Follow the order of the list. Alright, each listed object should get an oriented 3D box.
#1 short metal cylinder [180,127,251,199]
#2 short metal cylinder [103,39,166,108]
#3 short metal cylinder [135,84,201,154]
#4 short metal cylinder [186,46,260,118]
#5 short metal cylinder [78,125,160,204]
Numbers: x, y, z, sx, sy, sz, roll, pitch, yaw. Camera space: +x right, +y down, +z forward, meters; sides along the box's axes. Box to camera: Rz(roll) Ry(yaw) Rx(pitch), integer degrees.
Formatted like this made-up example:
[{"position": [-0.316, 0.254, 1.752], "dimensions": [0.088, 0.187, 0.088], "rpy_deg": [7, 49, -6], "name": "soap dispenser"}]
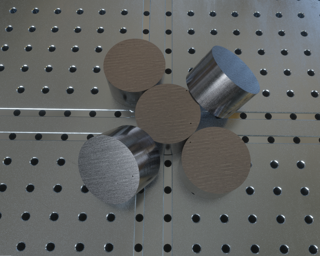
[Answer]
[{"position": [0.065, 0.044, 0.383], "dimensions": [0.081, 0.050, 0.080], "rpy_deg": [0, 70, 0], "name": "short metal cylinder"}, {"position": [-0.033, -0.074, 0.425], "dimensions": [0.081, 0.050, 0.080], "rpy_deg": [0, 70, 0], "name": "short metal cylinder"}, {"position": [0.010, -0.010, 0.402], "dimensions": [0.081, 0.050, 0.080], "rpy_deg": [0, 70, 0], "name": "short metal cylinder"}, {"position": [0.081, -0.059, 0.399], "dimensions": [0.080, 0.050, 0.080], "rpy_deg": [26, 40, -24], "name": "short metal cylinder"}, {"position": [-0.047, 0.041, 0.361], "dimensions": [0.080, 0.050, 0.079], "rpy_deg": [7, 106, 24], "name": "short metal cylinder"}]
